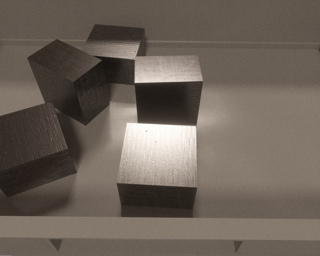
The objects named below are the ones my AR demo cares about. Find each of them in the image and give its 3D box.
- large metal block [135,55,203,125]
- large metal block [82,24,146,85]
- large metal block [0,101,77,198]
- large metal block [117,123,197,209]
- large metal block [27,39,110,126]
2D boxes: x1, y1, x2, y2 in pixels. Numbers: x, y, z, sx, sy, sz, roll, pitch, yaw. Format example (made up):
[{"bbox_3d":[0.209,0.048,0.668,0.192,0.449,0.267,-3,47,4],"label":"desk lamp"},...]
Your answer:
[{"bbox_3d":[0.009,-0.048,0.410,0.081,0.080,0.050,-2,50,-2],"label":"large metal block"},{"bbox_3d":[-0.070,-0.116,0.485,0.080,0.050,0.080,6,50,5],"label":"large metal block"},{"bbox_3d":[-0.153,0.023,0.367,0.081,0.050,0.080,-19,53,-16],"label":"large metal block"},{"bbox_3d":[-0.001,0.042,0.353,0.080,0.050,0.080,3,50,2],"label":"large metal block"},{"bbox_3d":[-0.120,-0.061,0.419,0.080,0.080,0.050,28,55,21],"label":"large metal block"}]
